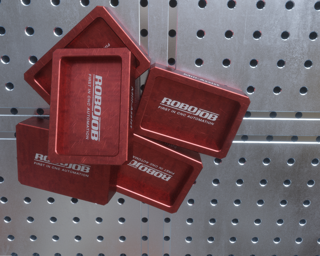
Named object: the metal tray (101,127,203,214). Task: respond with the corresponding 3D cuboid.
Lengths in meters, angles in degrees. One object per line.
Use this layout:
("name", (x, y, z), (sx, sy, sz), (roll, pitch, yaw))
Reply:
("metal tray", (-0.018, 0.055, 0.430), (0.131, 0.030, 0.090), (24, 109, -9))

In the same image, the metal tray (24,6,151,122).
("metal tray", (-0.087, -0.073, 0.382), (0.130, 0.030, 0.090), (-38, 105, 12))

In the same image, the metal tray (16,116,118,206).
("metal tray", (-0.121, 0.042, 0.407), (0.130, 0.030, 0.089), (11, 111, 10))

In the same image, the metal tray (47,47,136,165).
("metal tray", (-0.077, -0.024, 0.355), (0.090, 0.030, 0.129), (1, 86, 7))

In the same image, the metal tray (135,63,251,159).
("metal tray", (0.038, -0.021, 0.402), (0.131, 0.030, 0.089), (17, 110, -7))
